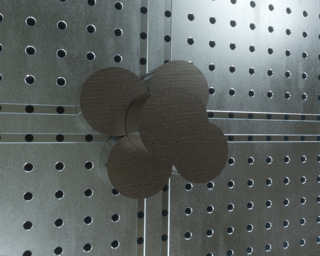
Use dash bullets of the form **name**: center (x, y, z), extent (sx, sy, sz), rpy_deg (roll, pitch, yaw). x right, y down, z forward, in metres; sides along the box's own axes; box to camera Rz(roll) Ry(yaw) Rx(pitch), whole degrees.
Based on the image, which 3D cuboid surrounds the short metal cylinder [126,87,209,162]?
- **short metal cylinder**: center (0.007, -0.004, 0.348), extent (0.081, 0.050, 0.079), rpy_deg (-1, 92, -21)

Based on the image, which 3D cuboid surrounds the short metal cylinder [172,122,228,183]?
- **short metal cylinder**: center (0.044, 0.030, 0.416), extent (0.081, 0.050, 0.079), rpy_deg (0, 90, -21)

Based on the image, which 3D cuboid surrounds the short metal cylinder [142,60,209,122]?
- **short metal cylinder**: center (0.016, -0.044, 0.406), extent (0.081, 0.050, 0.079), rpy_deg (0, 90, -21)

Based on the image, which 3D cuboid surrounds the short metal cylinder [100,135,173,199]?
- **short metal cylinder**: center (-0.031, 0.044, 0.388), extent (0.081, 0.050, 0.079), rpy_deg (0, 90, -21)

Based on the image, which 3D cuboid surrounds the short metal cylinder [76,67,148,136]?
- **short metal cylinder**: center (-0.059, -0.030, 0.377), extent (0.081, 0.050, 0.079), rpy_deg (0, 90, -21)
